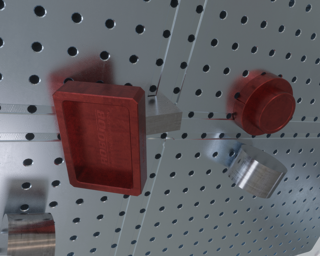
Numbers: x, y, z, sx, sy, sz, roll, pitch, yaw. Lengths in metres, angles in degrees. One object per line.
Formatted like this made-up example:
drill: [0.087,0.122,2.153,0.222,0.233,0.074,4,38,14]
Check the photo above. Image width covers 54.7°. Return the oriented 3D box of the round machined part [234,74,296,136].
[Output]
round machined part: [0.165,-0.030,0.472,0.099,0.042,0.097,-14,124,-21]

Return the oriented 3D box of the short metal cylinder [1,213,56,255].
short metal cylinder: [-0.164,0.145,0.376,0.050,0.080,0.079,8,114,-32]

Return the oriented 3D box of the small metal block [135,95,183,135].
small metal block: [-0.008,-0.017,0.381,0.050,0.050,0.025,-9,122,-24]

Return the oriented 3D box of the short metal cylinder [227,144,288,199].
short metal cylinder: [0.157,0.069,0.505,0.081,0.080,0.050,13,112,-34]

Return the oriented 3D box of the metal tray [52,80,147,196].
metal tray: [-0.063,0.015,0.352,0.090,0.030,0.129,6,122,9]
